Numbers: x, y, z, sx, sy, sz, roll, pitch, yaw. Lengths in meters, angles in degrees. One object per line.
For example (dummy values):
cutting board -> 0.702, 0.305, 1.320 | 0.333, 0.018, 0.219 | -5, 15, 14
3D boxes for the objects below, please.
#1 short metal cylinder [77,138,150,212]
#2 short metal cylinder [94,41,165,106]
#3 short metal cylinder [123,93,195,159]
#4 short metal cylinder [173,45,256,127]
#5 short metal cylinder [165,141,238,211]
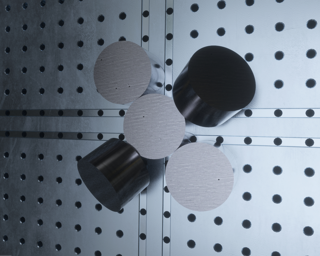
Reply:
short metal cylinder -> -0.060, 0.060, 0.397 | 0.080, 0.050, 0.079 | 30, 140, 29
short metal cylinder -> -0.040, -0.070, 0.412 | 0.080, 0.050, 0.079 | 0, 90, 19
short metal cylinder -> 0.000, -0.002, 0.398 | 0.080, 0.050, 0.079 | 0, 90, 19
short metal cylinder -> 0.061, -0.046, 0.356 | 0.081, 0.050, 0.080 | 6, 68, -16
short metal cylinder -> 0.053, 0.056, 0.380 | 0.080, 0.050, 0.079 | 0, 90, 19
